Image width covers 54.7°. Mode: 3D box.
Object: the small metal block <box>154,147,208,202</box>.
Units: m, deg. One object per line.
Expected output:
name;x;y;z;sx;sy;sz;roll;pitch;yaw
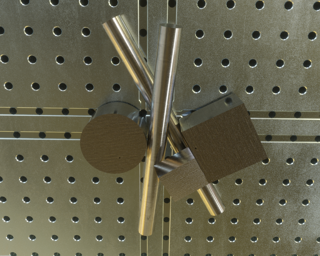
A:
small metal block;0.028;0.060;0.398;0.050;0.025;0.050;-29;123;2

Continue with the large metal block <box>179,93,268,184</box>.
large metal block;0.080;0.012;0.401;0.080;0.050;0.080;-26;108;9

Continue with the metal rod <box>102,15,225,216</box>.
metal rod;0.013;-0.003;0.408;0.025;0.025;0.299;-27;109;9

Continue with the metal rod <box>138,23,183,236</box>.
metal rod;-0.004;0.022;0.397;0.025;0.025;0.298;6;118;-2

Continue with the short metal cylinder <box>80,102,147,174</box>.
short metal cylinder;-0.057;0.012;0.400;0.081;0.050;0.079;0;110;-1
